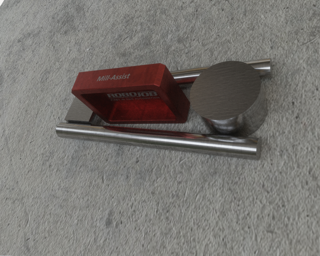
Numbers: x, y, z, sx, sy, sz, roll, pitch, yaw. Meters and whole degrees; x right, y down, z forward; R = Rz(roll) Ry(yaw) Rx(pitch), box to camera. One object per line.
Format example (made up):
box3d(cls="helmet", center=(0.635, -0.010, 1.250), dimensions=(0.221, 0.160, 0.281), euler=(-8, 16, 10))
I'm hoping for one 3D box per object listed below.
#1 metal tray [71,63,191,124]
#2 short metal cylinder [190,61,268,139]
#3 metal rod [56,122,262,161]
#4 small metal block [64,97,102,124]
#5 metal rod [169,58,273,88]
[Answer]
box3d(cls="metal tray", center=(-0.037, -0.040, 0.406), dimensions=(0.130, 0.090, 0.030), euler=(0, 62, 28))
box3d(cls="short metal cylinder", center=(0.082, -0.032, 0.365), dimensions=(0.080, 0.050, 0.080), euler=(-13, 56, 21))
box3d(cls="metal rod", center=(-0.023, 0.013, 0.410), dimensions=(0.300, 0.025, 0.025), euler=(4, 64, 30))
box3d(cls="small metal block", center=(-0.113, -0.027, 0.482), dimensions=(0.050, 0.025, 0.050), euler=(5, 64, 30))
box3d(cls="metal rod", center=(0.002, -0.068, 0.446), dimensions=(0.300, 0.025, 0.025), euler=(-2, 61, 27))
